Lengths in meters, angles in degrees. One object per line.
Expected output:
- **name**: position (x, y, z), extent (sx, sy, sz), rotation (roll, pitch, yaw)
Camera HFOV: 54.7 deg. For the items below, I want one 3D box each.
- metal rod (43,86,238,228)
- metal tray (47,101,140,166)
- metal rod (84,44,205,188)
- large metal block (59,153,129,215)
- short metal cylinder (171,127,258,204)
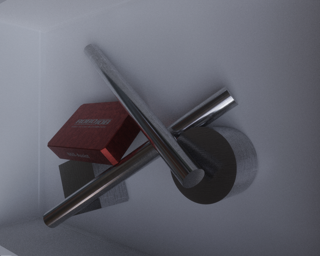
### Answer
- **metal rod**: position (-0.037, 0.046, 0.385), extent (0.300, 0.025, 0.025), rotation (-35, 68, 19)
- **metal tray**: position (-0.089, 0.004, 0.436), extent (0.130, 0.030, 0.090), rotation (1, 46, 41)
- **metal rod**: position (-0.039, -0.037, 0.397), extent (0.300, 0.025, 0.025), rotation (50, 120, 42)
- **large metal block**: position (-0.101, 0.082, 0.466), extent (0.080, 0.050, 0.080), rotation (-24, 75, 37)
- **short metal cylinder**: position (0.058, 0.038, 0.338), extent (0.080, 0.050, 0.079), rotation (0, 90, 39)
